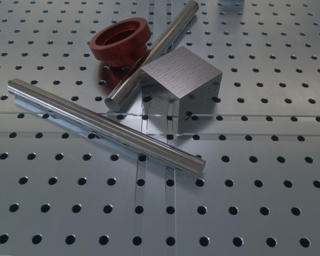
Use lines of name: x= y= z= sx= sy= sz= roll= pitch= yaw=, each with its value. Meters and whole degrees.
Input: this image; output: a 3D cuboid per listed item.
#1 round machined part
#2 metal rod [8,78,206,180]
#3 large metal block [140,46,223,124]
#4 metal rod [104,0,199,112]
round machined part: x=-0.059 y=-0.133 z=0.494 sx=0.098 sy=0.042 sz=0.098 roll=-15 pitch=38 yaw=13
metal rod: x=-0.083 y=-0.006 z=0.411 sx=0.301 sy=0.025 sz=0.025 roll=23 pitch=54 yaw=18
large metal block: x=0.029 y=-0.064 z=0.446 sx=0.080 sy=0.050 sz=0.080 roll=-33 pitch=58 yaw=-25
metal rod: x=-0.001 y=-0.136 z=0.521 sx=0.025 sy=0.025 sz=0.301 roll=21 pitch=53 yaw=16
